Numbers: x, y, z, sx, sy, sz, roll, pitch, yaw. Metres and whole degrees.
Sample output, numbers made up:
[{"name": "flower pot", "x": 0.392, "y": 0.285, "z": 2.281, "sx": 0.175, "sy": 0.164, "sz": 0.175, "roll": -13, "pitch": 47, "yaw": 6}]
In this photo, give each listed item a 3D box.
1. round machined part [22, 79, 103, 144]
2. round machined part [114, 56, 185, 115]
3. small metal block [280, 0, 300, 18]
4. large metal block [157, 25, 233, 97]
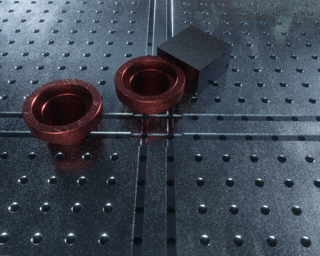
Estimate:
[{"name": "round machined part", "x": -0.124, "y": -0.018, "z": 0.410, "sx": 0.099, "sy": 0.042, "sz": 0.098, "roll": 0, "pitch": 50, "yaw": 0}, {"name": "round machined part", "x": -0.014, "y": -0.057, "z": 0.445, "sx": 0.099, "sy": 0.042, "sz": 0.098, "roll": 0, "pitch": 50, "yaw": 0}, {"name": "small metal block", "x": 0.259, "y": -0.252, "z": 0.604, "sx": 0.025, "sy": 0.050, "sz": 0.050, "roll": 19, "pitch": 53, "yaw": 15}, {"name": "large metal block", "x": 0.052, "y": -0.106, "z": 0.481, "sx": 0.080, "sy": 0.050, "sz": 0.080, "roll": 35, "pitch": 58, "yaw": 26}]
